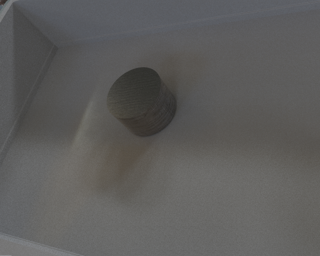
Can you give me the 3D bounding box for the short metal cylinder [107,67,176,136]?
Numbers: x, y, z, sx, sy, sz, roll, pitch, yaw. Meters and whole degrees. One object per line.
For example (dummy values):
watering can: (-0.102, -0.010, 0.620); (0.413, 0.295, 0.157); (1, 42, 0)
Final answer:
short metal cylinder: (-0.025, -0.035, 0.423); (0.080, 0.050, 0.080); (-13, 56, 21)
